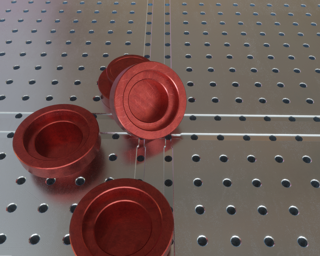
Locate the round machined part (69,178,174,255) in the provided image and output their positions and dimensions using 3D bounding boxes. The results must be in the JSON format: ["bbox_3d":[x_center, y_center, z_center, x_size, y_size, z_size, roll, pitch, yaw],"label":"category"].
[{"bbox_3d":[-0.036,0.103,0.310,0.099,0.042,0.098,0,50,0],"label":"round machined part"}]

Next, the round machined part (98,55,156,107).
[{"bbox_3d":[-0.042,-0.071,0.456,0.099,0.042,0.098,0,50,0],"label":"round machined part"}]

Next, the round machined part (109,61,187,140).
[{"bbox_3d":[-0.018,-0.035,0.403,0.099,0.098,0.042,-28,14,-22],"label":"round machined part"}]

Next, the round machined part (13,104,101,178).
[{"bbox_3d":[-0.121,0.020,0.379,0.099,0.042,0.098,0,50,0],"label":"round machined part"}]
